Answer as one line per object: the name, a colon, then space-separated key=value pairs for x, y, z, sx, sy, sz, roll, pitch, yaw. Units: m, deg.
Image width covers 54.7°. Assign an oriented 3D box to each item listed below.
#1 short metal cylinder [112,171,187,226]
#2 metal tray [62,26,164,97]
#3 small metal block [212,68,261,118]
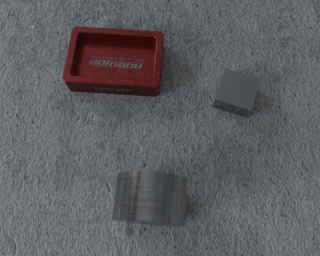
short metal cylinder: x=-0.011 y=0.081 z=0.349 sx=0.080 sy=0.080 sz=0.050 roll=4 pitch=70 yaw=1
metal tray: x=-0.062 y=-0.095 z=0.439 sx=0.131 sy=0.030 sz=0.090 roll=4 pitch=70 yaw=1
small metal block: x=0.105 y=-0.048 z=0.427 sx=0.050 sy=0.025 sz=0.050 roll=19 pitch=71 yaw=6
